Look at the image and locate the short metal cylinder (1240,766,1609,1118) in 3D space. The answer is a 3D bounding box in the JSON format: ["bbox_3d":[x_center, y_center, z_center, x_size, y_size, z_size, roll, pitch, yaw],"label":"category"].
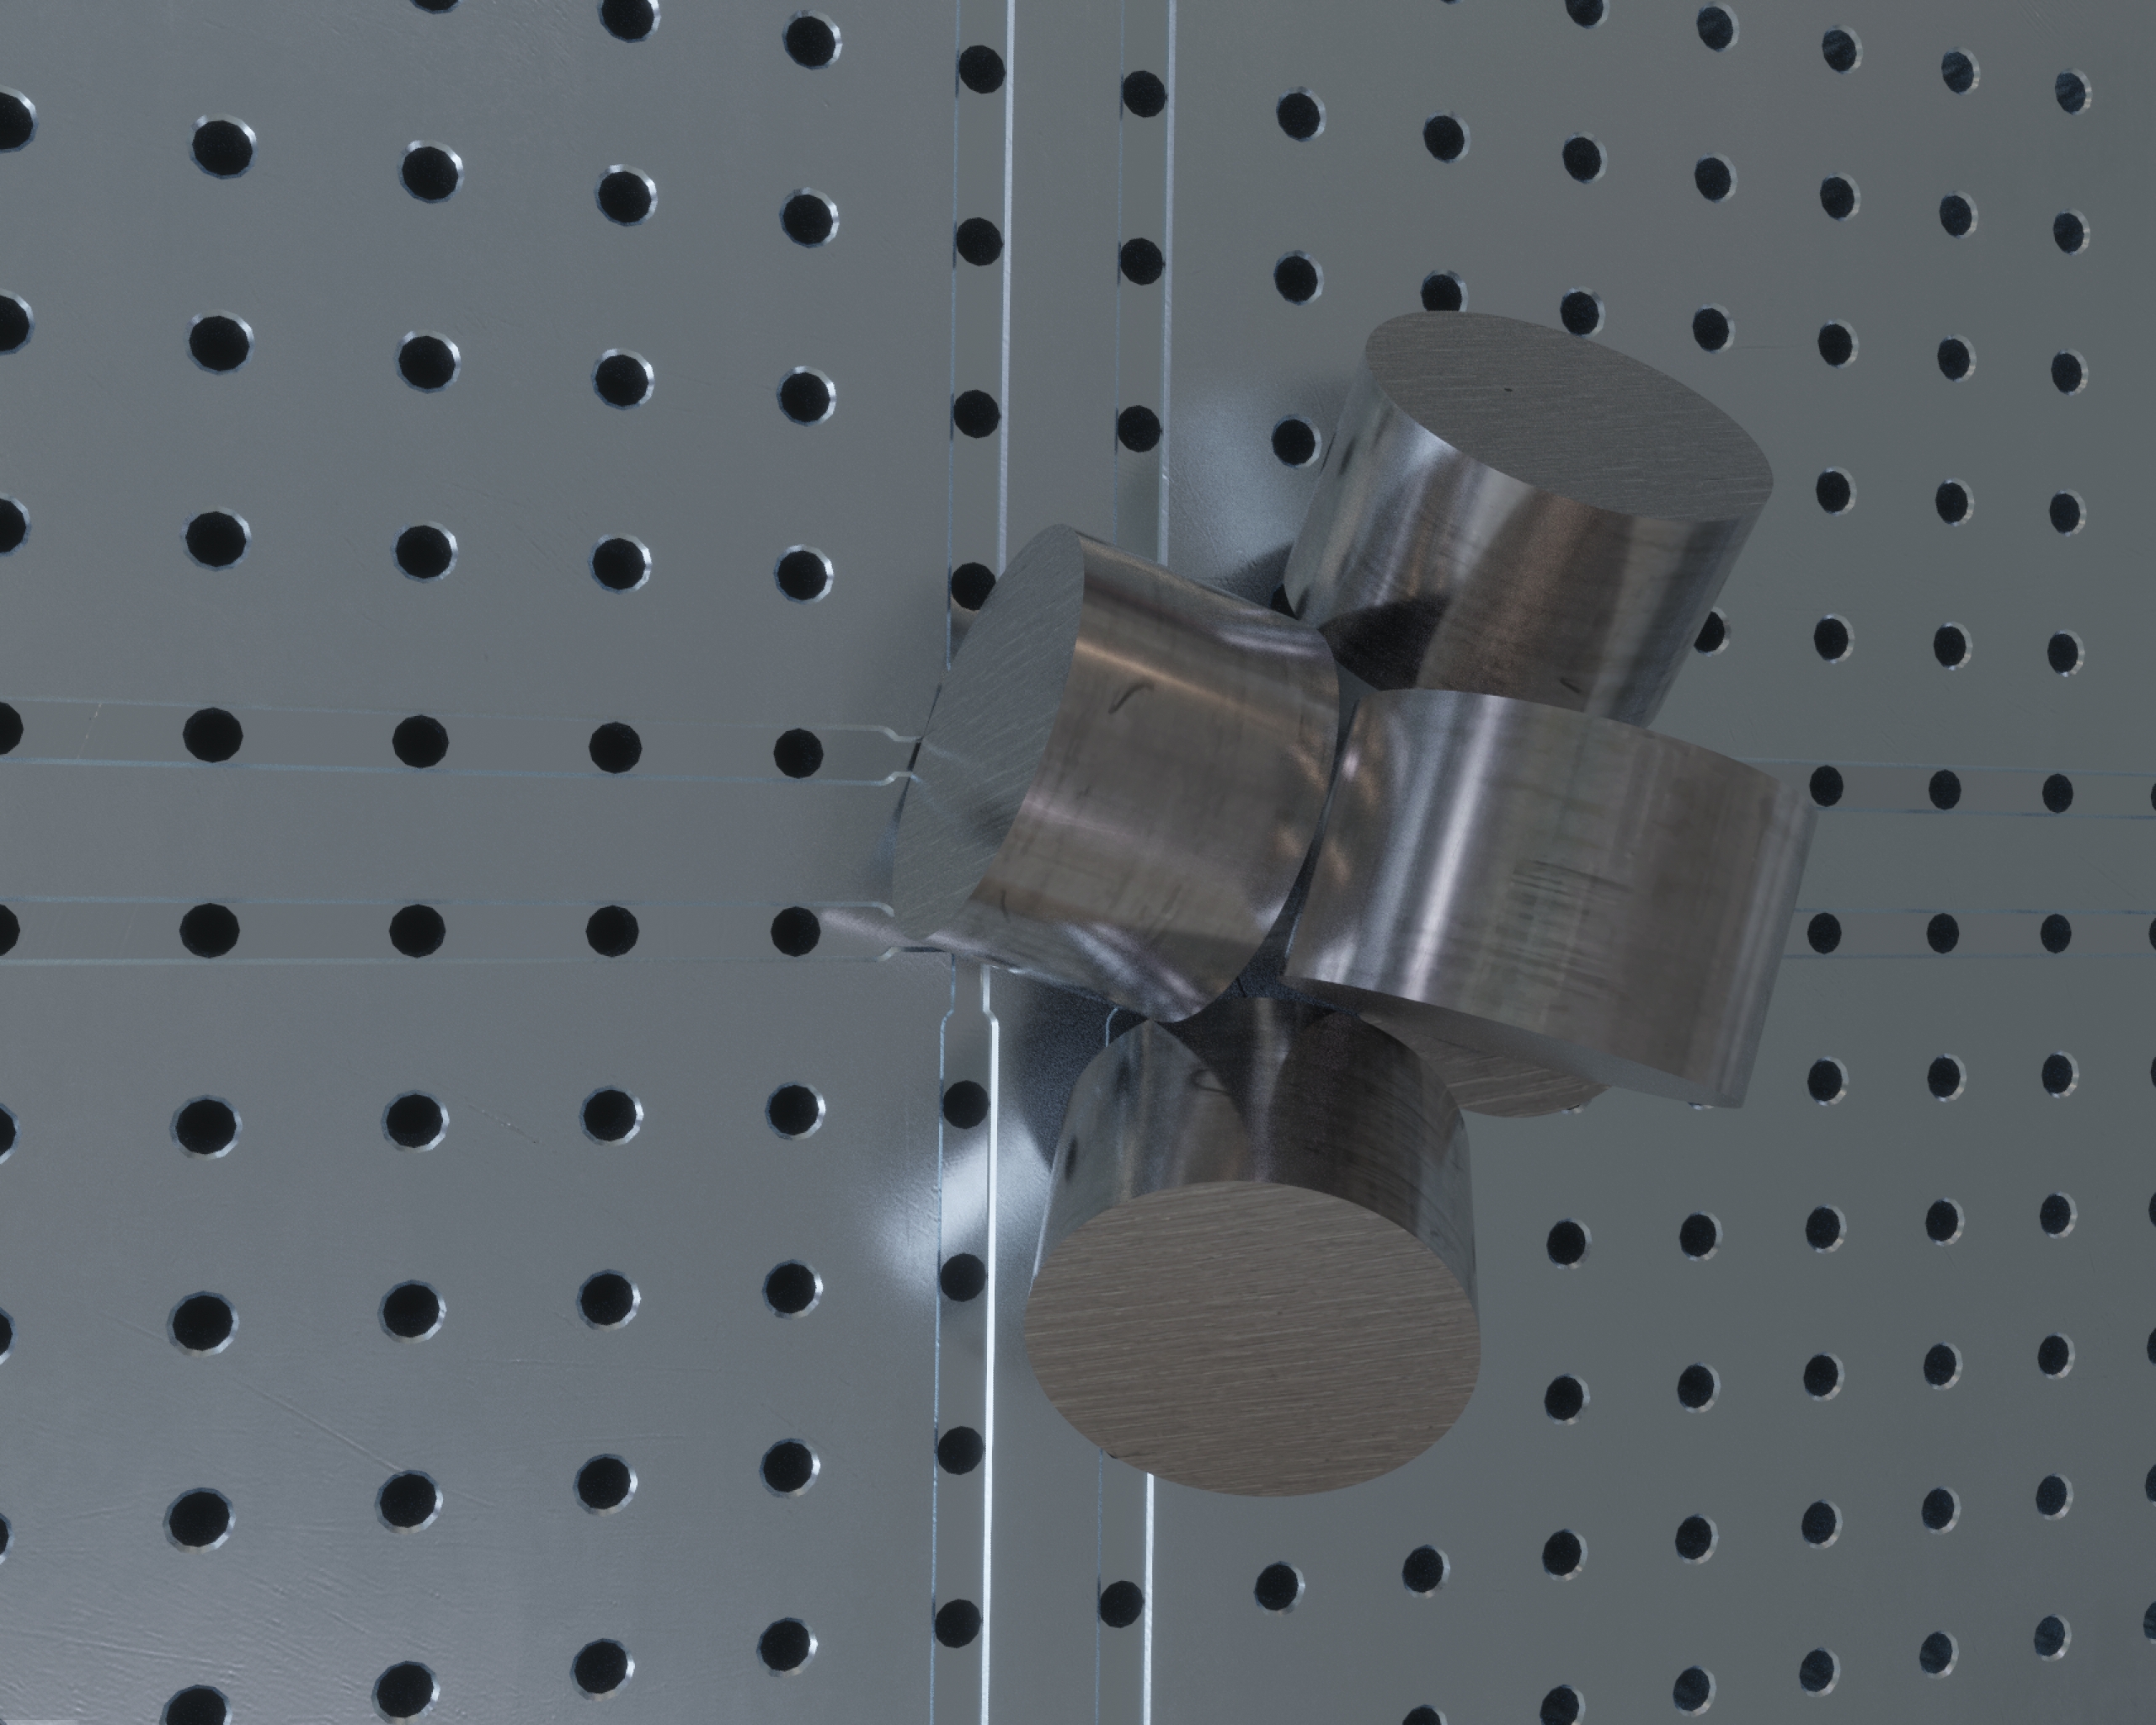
[{"bbox_3d":[0.078,0.010,0.427,0.081,0.050,0.080,0,89,-20],"label":"short metal cylinder"}]

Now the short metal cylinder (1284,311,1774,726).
[{"bbox_3d":[0.086,-0.066,0.407,0.081,0.080,0.050,2,129,-20],"label":"short metal cylinder"}]

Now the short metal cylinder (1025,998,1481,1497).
[{"bbox_3d":[0.033,0.072,0.389,0.080,0.050,0.079,3,124,5],"label":"short metal cylinder"}]

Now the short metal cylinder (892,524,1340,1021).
[{"bbox_3d":[0.005,-0.016,0.385,0.050,0.080,0.080,20,83,-19],"label":"short metal cylinder"}]

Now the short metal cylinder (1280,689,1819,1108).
[{"bbox_3d":[0.080,0.007,0.359,0.081,0.080,0.050,18,84,-19],"label":"short metal cylinder"}]
